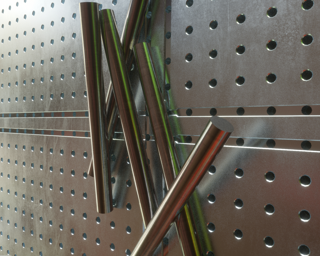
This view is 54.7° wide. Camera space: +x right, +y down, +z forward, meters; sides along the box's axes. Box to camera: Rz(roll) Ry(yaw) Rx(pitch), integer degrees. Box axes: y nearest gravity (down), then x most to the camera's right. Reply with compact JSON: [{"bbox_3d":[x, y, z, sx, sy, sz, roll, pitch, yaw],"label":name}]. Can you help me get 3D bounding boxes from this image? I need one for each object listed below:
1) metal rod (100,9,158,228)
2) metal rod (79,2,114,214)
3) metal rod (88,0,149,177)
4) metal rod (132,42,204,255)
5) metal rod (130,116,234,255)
[{"bbox_3d":[-0.042,-0.014,0.421,0.025,0.025,0.298,-15,87,39],"label":"metal rod"},{"bbox_3d":[-0.089,-0.018,0.441,0.025,0.025,0.298,10,109,39],"label":"metal rod"},{"bbox_3d":[-0.061,-0.066,0.457,0.025,0.025,0.298,26,106,36],"label":"metal rod"},{"bbox_3d":[0.009,0.030,0.399,0.025,0.025,0.299,-23,76,37],"label":"metal rod"},{"bbox_3d":[0.004,0.110,0.373,0.025,0.025,0.298,46,127,30],"label":"metal rod"}]
